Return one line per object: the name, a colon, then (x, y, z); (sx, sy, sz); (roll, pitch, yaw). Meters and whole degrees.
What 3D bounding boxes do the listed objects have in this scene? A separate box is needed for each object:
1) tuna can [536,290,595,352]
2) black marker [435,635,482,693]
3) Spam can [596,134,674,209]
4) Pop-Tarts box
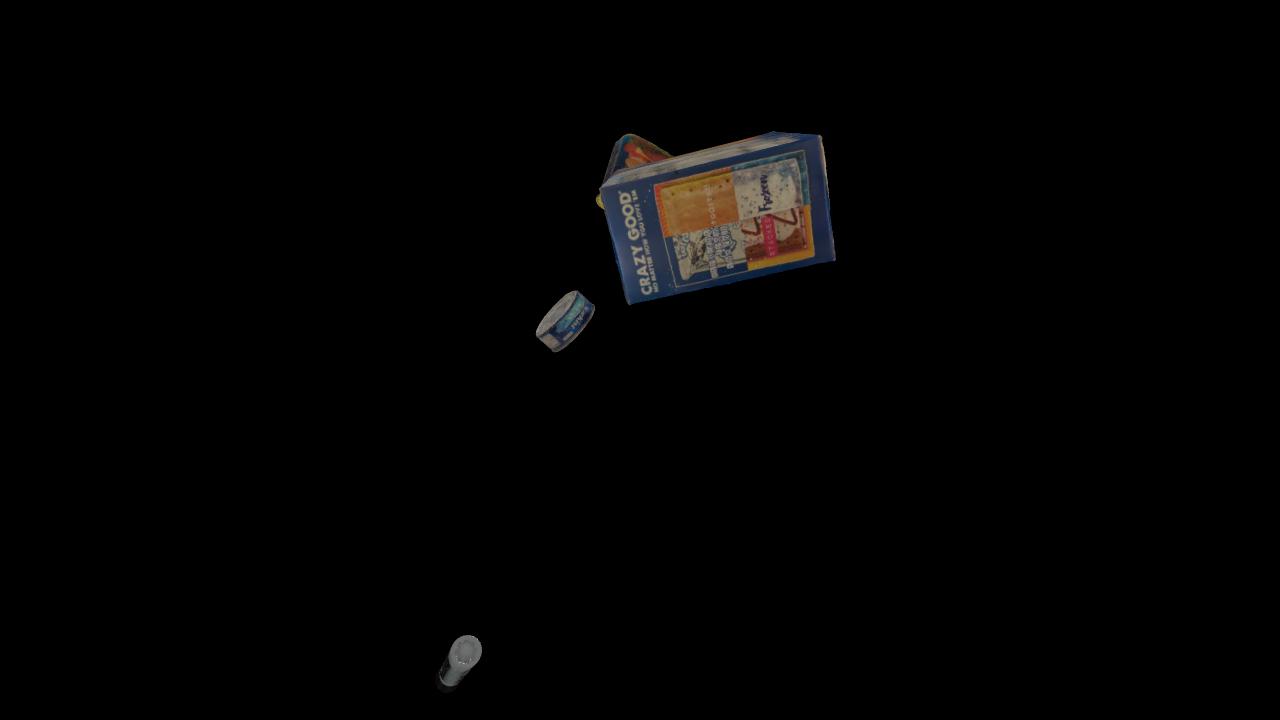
tuna can: (-0.100, -0.053, 0.820); (0.034, 0.084, 0.084); (43, -18, -21)
black marker: (-0.126, 0.210, 0.420); (0.020, 0.020, 0.121); (0, -33, -24)
Spam can: (0.004, -0.221, 0.777); (0.101, 0.085, 0.058); (23, -19, -25)
Pop-Tarts box: (0.053, -0.114, 0.463); (0.141, 0.083, 0.167); (-11, 20, 6)
